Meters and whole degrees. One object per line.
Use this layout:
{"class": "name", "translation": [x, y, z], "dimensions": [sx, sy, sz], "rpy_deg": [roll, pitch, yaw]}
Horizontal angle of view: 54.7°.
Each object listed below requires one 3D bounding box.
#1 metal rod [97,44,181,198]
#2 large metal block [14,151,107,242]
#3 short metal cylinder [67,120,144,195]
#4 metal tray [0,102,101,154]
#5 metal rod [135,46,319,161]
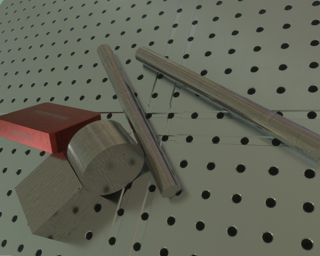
{"class": "metal rod", "translation": [-0.042, -0.031, 0.447], "dimensions": [0.025, 0.025, 0.300], "rpy_deg": [-33, 52, 6]}
{"class": "large metal block", "translation": [-0.131, 0.086, 0.406], "dimensions": [0.080, 0.050, 0.080], "rpy_deg": [-43, 51, -2]}
{"class": "short metal cylinder", "translation": [-0.067, 0.036, 0.384], "dimensions": [0.080, 0.080, 0.050], "rpy_deg": [-43, 50, -1]}
{"class": "metal tray", "translation": [-0.162, -0.005, 0.456], "dimensions": [0.130, 0.030, 0.091], "rpy_deg": [12, 25, 32]}
{"class": "metal rod", "translation": [0.066, -0.048, 0.401], "dimensions": [0.025, 0.025, 0.300], "rpy_deg": [-49, 52, -6]}
